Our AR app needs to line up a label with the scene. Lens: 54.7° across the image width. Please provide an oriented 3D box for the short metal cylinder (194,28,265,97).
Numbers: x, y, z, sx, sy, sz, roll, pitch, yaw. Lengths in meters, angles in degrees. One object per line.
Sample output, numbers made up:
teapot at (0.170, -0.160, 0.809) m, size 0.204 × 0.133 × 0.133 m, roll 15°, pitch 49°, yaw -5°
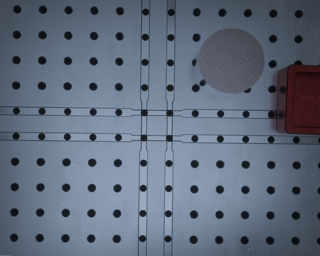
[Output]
short metal cylinder at (0.087, -0.082, 0.401) m, size 0.081 × 0.050 × 0.080 m, roll 0°, pitch 90°, yaw 0°

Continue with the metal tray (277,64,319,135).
metal tray at (0.227, -0.035, 0.412) m, size 0.131 × 0.030 × 0.089 m, roll 2°, pitch 90°, yaw 0°
